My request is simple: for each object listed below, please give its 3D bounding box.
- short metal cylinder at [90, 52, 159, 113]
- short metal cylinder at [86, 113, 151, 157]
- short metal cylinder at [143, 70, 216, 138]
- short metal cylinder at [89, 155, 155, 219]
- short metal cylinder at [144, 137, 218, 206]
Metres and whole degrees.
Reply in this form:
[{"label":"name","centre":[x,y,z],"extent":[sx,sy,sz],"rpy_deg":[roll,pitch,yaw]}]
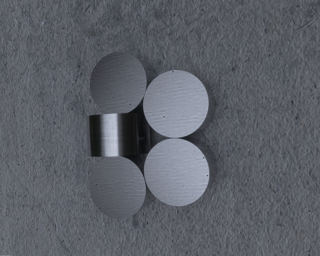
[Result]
[{"label":"short metal cylinder","centre":[-0.045,-0.056,0.413],"extent":[0.080,0.050,0.080],"rpy_deg":[0,90,21]},{"label":"short metal cylinder","centre":[-0.053,0.008,0.400],"extent":[0.080,0.080,0.050],"rpy_deg":[-3,89,20]},{"label":"short metal cylinder","centre":[0.026,-0.028,0.387],"extent":[0.080,0.050,0.080],"rpy_deg":[0,91,20]},{"label":"short metal cylinder","centre":[-0.046,0.074,0.413],"extent":[0.080,0.050,0.080],"rpy_deg":[0,90,21]},{"label":"short metal cylinder","centre":[0.027,0.052,0.387],"extent":[0.080,0.050,0.080],"rpy_deg":[0,91,21]}]
